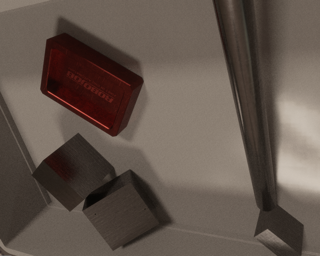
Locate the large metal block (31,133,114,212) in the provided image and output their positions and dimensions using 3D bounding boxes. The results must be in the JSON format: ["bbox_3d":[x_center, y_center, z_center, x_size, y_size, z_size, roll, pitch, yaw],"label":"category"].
[{"bbox_3d":[-0.134,0.067,0.483,0.080,0.080,0.050,45,129,-4],"label":"large metal block"}]

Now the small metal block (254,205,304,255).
[{"bbox_3d":[0.152,0.131,0.393,0.050,0.050,0.025,38,129,2],"label":"small metal block"}]

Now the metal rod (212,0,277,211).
[{"bbox_3d":[0.089,0.001,0.292,0.025,0.025,0.299,3,142,26],"label":"metal rod"}]

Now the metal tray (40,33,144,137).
[{"bbox_3d":[-0.096,-0.057,0.418,0.130,0.030,0.089,31,128,7],"label":"metal tray"}]

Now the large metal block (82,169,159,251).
[{"bbox_3d":[-0.059,0.124,0.473,0.080,0.050,0.080,-31,106,2],"label":"large metal block"}]
